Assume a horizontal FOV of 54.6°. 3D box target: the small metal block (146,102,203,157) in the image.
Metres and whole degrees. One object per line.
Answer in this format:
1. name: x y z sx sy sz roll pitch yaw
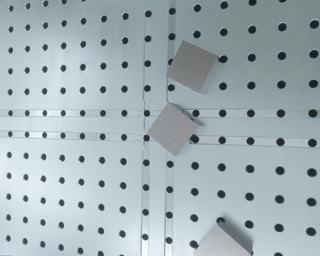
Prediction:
1. small metal block: 0.020 0.002 0.406 0.050 0.025 0.050 39 102 15

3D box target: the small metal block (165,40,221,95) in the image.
1. small metal block: 0.043 -0.077 0.398 0.050 0.025 0.050 30 100 17

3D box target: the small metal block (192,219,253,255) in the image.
1. small metal block: 0.078 0.152 0.385 0.050 0.025 0.050 40 103 15
